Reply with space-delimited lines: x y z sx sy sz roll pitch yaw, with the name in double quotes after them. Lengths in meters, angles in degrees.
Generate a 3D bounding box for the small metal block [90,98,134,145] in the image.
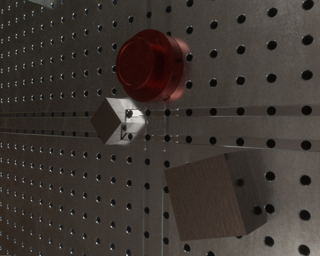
-0.073 -0.010 0.467 0.050 0.025 0.050 -49 61 28 "small metal block"

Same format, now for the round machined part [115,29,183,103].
-0.021 -0.083 0.414 0.098 0.042 0.097 0 90 39 "round machined part"

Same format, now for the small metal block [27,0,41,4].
-0.256 -0.282 0.616 0.050 0.025 0.050 37 112 33 "small metal block"

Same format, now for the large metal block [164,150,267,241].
0.059 0.075 0.343 0.080 0.050 0.080 -22 77 37 "large metal block"
